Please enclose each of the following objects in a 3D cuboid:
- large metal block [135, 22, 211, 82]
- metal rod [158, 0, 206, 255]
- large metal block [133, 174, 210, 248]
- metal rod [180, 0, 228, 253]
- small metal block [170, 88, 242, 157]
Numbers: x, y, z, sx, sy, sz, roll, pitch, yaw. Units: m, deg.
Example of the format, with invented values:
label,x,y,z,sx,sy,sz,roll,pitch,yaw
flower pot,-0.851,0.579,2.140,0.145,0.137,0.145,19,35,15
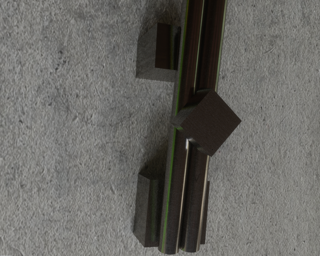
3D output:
label,x,y,z,sx,sy,sz,roll,pitch,yaw
large metal block,0.020,-0.089,0.389,0.081,0.080,0.050,3,89,-20
metal rod,0.024,-0.008,0.342,0.025,0.025,0.298,3,96,-20
large metal block,0.014,0.104,0.402,0.081,0.050,0.080,5,88,-20
metal rod,0.048,-0.007,0.351,0.025,0.025,0.298,3,96,-20
small metal block,0.048,-0.007,0.324,0.050,0.025,0.050,44,82,-21
